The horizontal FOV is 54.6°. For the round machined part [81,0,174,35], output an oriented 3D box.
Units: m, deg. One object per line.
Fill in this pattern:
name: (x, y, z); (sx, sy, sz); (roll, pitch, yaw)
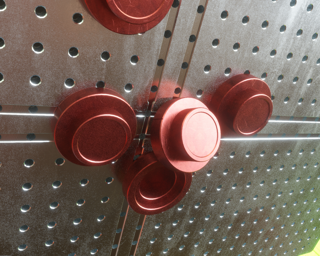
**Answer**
round machined part: (-0.027, -0.139, 0.299); (0.099, 0.042, 0.097); (-14, 124, -21)

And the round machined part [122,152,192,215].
round machined part: (-0.007, 0.072, 0.440); (0.099, 0.042, 0.097); (-14, 124, -21)

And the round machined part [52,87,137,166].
round machined part: (-0.072, 0.005, 0.363); (0.099, 0.042, 0.097); (-14, 124, -21)

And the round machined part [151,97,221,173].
round machined part: (0.040, 0.009, 0.398); (0.099, 0.042, 0.098); (2, 87, -37)

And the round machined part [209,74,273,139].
round machined part: (0.123, -0.026, 0.451); (0.099, 0.042, 0.097); (-14, 124, -21)
